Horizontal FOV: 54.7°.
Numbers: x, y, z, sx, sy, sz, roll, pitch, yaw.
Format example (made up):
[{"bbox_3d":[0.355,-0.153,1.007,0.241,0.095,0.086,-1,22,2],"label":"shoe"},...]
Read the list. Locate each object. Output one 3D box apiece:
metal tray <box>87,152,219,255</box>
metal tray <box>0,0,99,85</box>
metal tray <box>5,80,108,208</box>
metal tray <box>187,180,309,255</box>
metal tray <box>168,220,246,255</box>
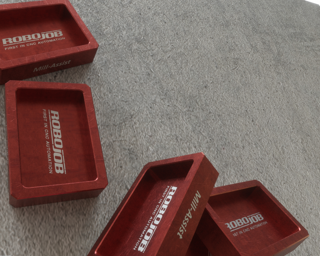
[{"bbox_3d":[-0.005,0.085,0.304,0.030,0.090,0.130,52,48,-21],"label":"metal tray"},{"bbox_3d":[-0.155,-0.112,0.384,0.131,0.030,0.090,-25,76,-37],"label":"metal tray"},{"bbox_3d":[-0.113,0.012,0.331,0.091,0.030,0.130,-1,62,-29],"label":"metal tray"},{"bbox_3d":[0.099,0.107,0.349,0.131,0.030,0.090,1,39,-43],"label":"metal tray"},{"bbox_3d":[0.048,0.167,0.324,0.091,0.030,0.130,21,54,-16],"label":"metal tray"}]
